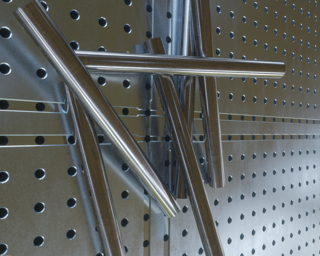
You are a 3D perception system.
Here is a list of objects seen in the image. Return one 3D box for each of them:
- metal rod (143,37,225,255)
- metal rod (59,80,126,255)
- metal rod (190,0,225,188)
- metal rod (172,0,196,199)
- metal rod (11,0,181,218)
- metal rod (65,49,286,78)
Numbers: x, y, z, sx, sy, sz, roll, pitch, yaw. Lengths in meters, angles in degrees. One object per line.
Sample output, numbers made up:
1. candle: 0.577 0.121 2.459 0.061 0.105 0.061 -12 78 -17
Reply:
1. metal rod: 0.033 0.030 0.408 0.025 0.025 0.299 -19 94 -38
2. metal rod: -0.064 0.093 0.354 0.025 0.025 0.298 -19 102 -38
3. metal rod: 0.069 -0.054 0.440 0.025 0.025 0.298 -22 111 -38
4. metal rod: 0.037 -0.053 0.438 0.025 0.025 0.298 5 87 -40
5. metal rod: -0.049 0.004 0.342 0.025 0.025 0.299 -51 128 -28
6. metal rod: 0.038 -0.078 0.390 0.302 0.025 0.025 -3 92 -25
